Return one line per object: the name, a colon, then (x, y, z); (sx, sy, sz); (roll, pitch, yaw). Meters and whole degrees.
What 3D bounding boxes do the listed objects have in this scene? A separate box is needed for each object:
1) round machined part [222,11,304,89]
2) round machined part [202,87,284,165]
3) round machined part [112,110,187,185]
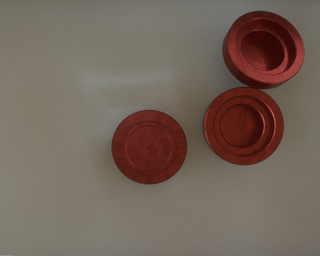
round machined part: (0.127, -0.095, 0.396); (0.099, 0.042, 0.098); (2, 76, -7)
round machined part: (0.104, -0.003, 0.403); (0.099, 0.042, 0.097); (0, 90, 0)
round machined part: (-0.014, 0.025, 0.403); (0.099, 0.042, 0.097); (0, 90, 0)
